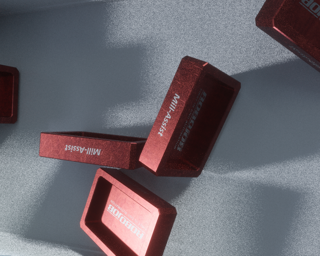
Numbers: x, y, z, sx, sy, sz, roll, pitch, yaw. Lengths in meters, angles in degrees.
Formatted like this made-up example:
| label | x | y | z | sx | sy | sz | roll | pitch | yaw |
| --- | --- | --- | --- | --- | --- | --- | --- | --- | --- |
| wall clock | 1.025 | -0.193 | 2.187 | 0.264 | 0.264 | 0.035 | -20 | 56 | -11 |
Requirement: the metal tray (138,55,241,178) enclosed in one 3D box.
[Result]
| label | x | y | z | sx | sy | sz | roll | pitch | yaw |
| --- | --- | --- | --- | --- | --- | --- | --- | --- | --- |
| metal tray | 0.037 | -0.007 | 0.359 | 0.030 | 0.091 | 0.129 | 30 | 100 | 38 |

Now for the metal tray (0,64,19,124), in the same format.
| label | x | y | z | sx | sy | sz | roll | pitch | yaw |
| --- | --- | --- | --- | --- | --- | --- | --- | --- | --- |
| metal tray | -0.272 | -0.052 | 0.447 | 0.030 | 0.131 | 0.089 | 3 | 91 | 28 |

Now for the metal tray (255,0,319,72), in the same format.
| label | x | y | z | sx | sy | sz | roll | pitch | yaw |
| --- | --- | --- | --- | --- | --- | --- | --- | --- | --- |
| metal tray | 0.170 | -0.110 | 0.307 | 0.131 | 0.030 | 0.090 | 25 | 101 | -23 |

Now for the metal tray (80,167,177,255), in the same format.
| label | x | y | z | sx | sy | sz | roll | pitch | yaw |
| --- | --- | --- | --- | --- | --- | --- | --- | --- | --- |
| metal tray | -0.046 | 0.115 | 0.393 | 0.130 | 0.030 | 0.089 | 23 | 96 | 44 |

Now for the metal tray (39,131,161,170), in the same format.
| label | x | y | z | sx | sy | sz | roll | pitch | yaw |
| --- | --- | --- | --- | --- | --- | --- | --- | --- | --- |
| metal tray | -0.074 | 0.025 | 0.400 | 0.130 | 0.090 | 0.030 | 5 | 92 | 19 |
